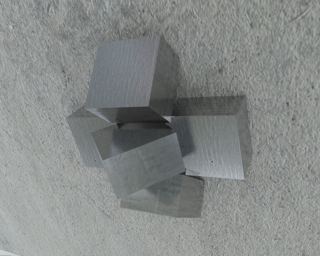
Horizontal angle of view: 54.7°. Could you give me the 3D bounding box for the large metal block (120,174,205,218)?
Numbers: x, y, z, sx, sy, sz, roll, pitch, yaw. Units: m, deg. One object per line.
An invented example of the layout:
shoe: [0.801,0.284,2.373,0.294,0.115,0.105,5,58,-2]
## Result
large metal block: [0.006,0.088,0.415,0.080,0.080,0.050,2,76,28]

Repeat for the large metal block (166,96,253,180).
large metal block: [0.059,0.010,0.363,0.080,0.050,0.080,0,119,28]

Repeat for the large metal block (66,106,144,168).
large metal block: [-0.072,0.009,0.434,0.080,0.050,0.080,0,118,28]

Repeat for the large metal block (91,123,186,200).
large metal block: [-0.028,0.027,0.360,0.080,0.081,0.050,-137,29,-61]

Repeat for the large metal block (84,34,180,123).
large metal block: [-0.029,-0.051,0.348,0.080,0.080,0.050,0,162,28]
